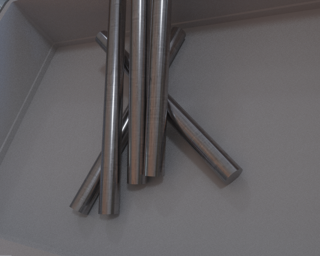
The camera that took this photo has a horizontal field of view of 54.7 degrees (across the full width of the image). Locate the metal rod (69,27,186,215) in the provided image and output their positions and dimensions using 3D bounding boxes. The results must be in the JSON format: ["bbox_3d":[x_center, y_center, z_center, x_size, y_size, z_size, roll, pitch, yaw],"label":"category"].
[{"bbox_3d":[-0.038,-0.021,0.438,0.025,0.025,0.300,16,70,34],"label":"metal rod"}]

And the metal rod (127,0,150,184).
[{"bbox_3d":[-0.026,-0.081,0.392,0.025,0.025,0.298,-2,85,27],"label":"metal rod"}]

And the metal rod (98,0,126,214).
[{"bbox_3d":[-0.062,-0.041,0.412,0.025,0.025,0.299,-6,75,25],"label":"metal rod"}]

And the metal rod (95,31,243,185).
[{"bbox_3d":[-0.005,-0.045,0.409,0.025,0.025,0.300,-41,59,0],"label":"metal rod"}]

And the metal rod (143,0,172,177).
[{"bbox_3d":[-0.001,-0.092,0.377,0.025,0.025,0.298,0,85,28],"label":"metal rod"}]
